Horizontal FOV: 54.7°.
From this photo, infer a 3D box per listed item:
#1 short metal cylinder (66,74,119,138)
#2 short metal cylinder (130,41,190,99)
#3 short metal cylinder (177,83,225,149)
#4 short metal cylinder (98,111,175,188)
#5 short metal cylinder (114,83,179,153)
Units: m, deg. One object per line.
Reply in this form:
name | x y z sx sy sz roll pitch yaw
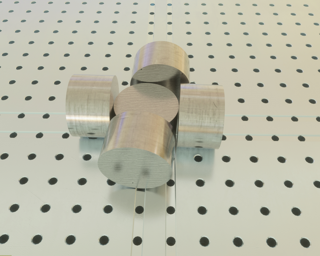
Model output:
short metal cylinder | -0.083 -0.028 0.394 0.050 0.080 0.080 2 50 0
short metal cylinder | 0.001 -0.073 0.433 0.080 0.080 0.050 2 50 2
short metal cylinder | 0.048 -0.015 0.385 0.050 0.080 0.080 3 50 2
short metal cylinder | -0.024 0.026 0.348 0.080 0.080 0.050 5 50 4
short metal cylinder | -0.017 -0.013 0.403 0.081 0.050 0.080 1 50 -1
